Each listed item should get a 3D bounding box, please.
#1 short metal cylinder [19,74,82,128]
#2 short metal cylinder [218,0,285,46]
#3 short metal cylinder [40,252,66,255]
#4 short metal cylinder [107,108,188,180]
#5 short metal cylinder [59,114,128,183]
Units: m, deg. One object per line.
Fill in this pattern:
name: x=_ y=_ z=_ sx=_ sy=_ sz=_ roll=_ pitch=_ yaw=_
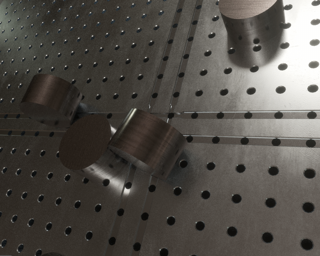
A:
short metal cylinder: x=-0.169 y=-0.041 z=0.484 sx=0.080 sy=0.080 sz=0.050 roll=1 pitch=62 yaw=28
short metal cylinder: x=0.126 y=-0.161 z=0.424 sx=0.080 sy=0.050 sz=0.080 roll=-13 pitch=56 yaw=20
short metal cylinder: x=-0.106 y=0.177 z=0.318 sx=0.050 sy=0.080 sz=0.080 roll=6 pitch=65 yaw=30
short metal cylinder: x=-0.015 y=0.020 z=0.367 sx=0.080 sy=0.080 sz=0.050 roll=21 pitch=73 yaw=35
short metal cylinder: x=-0.087 y=0.028 z=0.419 sx=0.080 sy=0.050 sz=0.080 roll=-13 pitch=56 yaw=20
